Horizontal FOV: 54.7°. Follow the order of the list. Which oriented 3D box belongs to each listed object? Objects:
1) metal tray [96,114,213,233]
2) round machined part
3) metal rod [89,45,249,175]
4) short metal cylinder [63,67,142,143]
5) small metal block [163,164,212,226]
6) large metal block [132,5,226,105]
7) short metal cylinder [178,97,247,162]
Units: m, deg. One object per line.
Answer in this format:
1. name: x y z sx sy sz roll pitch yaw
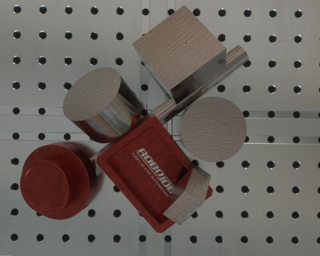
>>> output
1. metal tray: -0.006 0.058 0.396 0.090 0.030 0.130 -38 103 0
2. round machined part: -0.134 0.069 0.391 0.098 0.042 0.097 2 96 15
3. metal rod: -0.009 -0.009 0.415 0.300 0.025 0.025 -37 90 0
4. short metal cylinder: -0.070 -0.028 0.380 0.080 0.050 0.080 -15 51 20
5. small metal block: 0.033 0.080 0.372 0.025 0.050 0.050 35 125 -2
6. large metal block: 0.026 -0.090 0.389 0.080 0.050 0.080 -37 71 0
7. short metal cylinder: 0.065 0.002 0.401 0.081 0.050 0.079 0 90 0
